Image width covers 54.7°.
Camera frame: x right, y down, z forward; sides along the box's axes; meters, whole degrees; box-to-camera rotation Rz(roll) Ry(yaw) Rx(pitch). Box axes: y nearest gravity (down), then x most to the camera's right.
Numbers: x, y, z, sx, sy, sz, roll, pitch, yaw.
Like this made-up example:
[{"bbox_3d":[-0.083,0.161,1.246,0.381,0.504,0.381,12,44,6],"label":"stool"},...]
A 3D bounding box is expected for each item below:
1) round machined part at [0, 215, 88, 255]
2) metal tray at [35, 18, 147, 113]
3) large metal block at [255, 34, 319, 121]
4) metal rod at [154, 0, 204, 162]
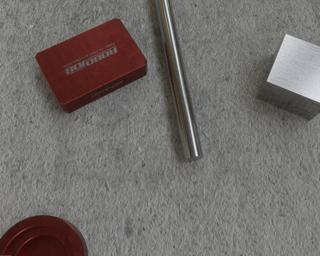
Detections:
[{"bbox_3d":[-0.129,0.149,0.343,0.099,0.042,0.098,0,70,-1],"label":"round machined part"},{"bbox_3d":[-0.095,-0.090,0.437,0.131,0.030,0.090,-28,73,-10],"label":"metal tray"},{"bbox_3d":[0.189,-0.068,0.422,0.080,0.050,0.080,24,72,8],"label":"large metal block"},{"bbox_3d":[0.020,-0.100,0.444,0.025,0.025,0.299,-8,70,-3],"label":"metal rod"}]
